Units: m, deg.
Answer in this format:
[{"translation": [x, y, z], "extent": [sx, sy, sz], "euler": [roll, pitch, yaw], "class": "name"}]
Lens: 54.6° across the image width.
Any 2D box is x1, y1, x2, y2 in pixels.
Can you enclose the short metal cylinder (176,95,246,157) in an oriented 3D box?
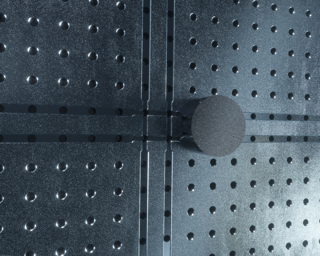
[{"translation": [0.068, -0.003, 0.424], "extent": [0.081, 0.050, 0.080], "euler": [0, 90, -20], "class": "short metal cylinder"}]
